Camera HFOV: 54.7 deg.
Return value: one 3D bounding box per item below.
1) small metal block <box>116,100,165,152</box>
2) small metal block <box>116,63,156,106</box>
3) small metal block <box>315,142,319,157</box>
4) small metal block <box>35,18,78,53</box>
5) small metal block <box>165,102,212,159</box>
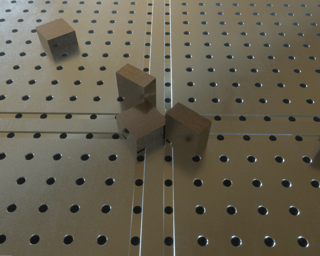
[{"bbox_3d":[-0.023,-0.004,0.411,0.050,0.025,0.050,-28,56,-22],"label":"small metal block"},{"bbox_3d":[-0.033,-0.056,0.438,0.050,0.050,0.025,31,56,23],"label":"small metal block"},{"bbox_3d":[0.234,0.021,0.393,0.050,0.025,0.050,24,54,18],"label":"small metal block"},{"bbox_3d":[-0.181,-0.163,0.542,0.050,0.025,0.050,-30,56,-23],"label":"small metal block"},{"bbox_3d":[0.034,0.003,0.389,0.050,0.050,0.025,33,57,24],"label":"small metal block"}]
